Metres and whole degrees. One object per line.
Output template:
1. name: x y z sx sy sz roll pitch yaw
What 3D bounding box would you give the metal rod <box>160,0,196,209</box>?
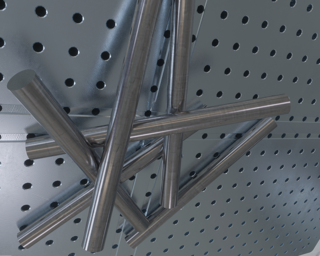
1. metal rod: 0.020 -0.032 0.378 0.025 0.025 0.298 -8 115 -24

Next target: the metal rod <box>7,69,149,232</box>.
1. metal rod: -0.070 0.053 0.360 0.025 0.025 0.299 -32 138 -7

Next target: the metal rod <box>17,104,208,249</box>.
1. metal rod: -0.054 0.062 0.419 0.301 0.025 0.025 -34 129 -6

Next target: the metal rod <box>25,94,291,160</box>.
1. metal rod: 0.002 -0.003 0.359 0.302 0.025 0.025 -10 124 -5

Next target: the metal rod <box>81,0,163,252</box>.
1. metal rod: -0.039 -0.014 0.327 0.025 0.025 0.298 10 97 -33

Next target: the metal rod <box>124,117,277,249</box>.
1. metal rod: 0.066 0.086 0.499 0.300 0.025 0.025 -40 129 -1
